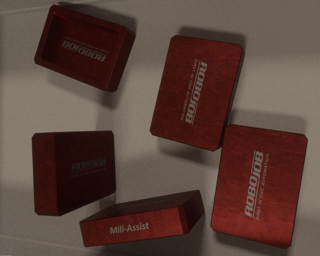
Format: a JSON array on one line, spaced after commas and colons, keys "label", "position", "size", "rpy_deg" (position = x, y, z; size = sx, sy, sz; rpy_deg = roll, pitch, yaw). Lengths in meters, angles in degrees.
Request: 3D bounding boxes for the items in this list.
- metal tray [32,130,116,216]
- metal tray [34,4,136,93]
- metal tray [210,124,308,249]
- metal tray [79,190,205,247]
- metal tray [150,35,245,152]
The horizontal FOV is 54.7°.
[{"label": "metal tray", "position": [-0.101, 0.049, 0.389], "size": [0.030, 0.130, 0.089], "rpy_deg": [-3, 89, 20]}, {"label": "metal tray", "position": [-0.110, -0.114, 0.445], "size": [0.130, 0.030, 0.089], "rpy_deg": [23, 97, 18]}, {"label": "metal tray", "position": [0.115, 0.065, 0.367], "size": [0.090, 0.030, 0.129], "rpy_deg": [9, 93, 19]}, {"label": "metal tray", "position": [-0.019, 0.109, 0.381], "size": [0.130, 0.090, 0.030], "rpy_deg": [-14, 86, 19]}, {"label": "metal tray", "position": [0.046, -0.044, 0.391], "size": [0.090, 0.030, 0.129], "rpy_deg": [15, 95, 19]}]
